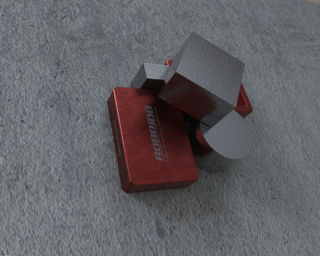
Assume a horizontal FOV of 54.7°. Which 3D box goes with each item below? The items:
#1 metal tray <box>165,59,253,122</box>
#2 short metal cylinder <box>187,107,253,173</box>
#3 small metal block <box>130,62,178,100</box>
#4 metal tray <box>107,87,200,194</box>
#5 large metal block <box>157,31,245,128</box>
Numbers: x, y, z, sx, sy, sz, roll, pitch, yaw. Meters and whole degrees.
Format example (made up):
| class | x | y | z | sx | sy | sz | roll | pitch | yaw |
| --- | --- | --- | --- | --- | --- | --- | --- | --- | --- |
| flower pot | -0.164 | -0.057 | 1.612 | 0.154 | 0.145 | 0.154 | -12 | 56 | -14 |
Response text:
| class | x | y | z | sx | sy | sz | roll | pitch | yaw |
| --- | --- | --- | --- | --- | --- | --- | --- | --- | --- |
| metal tray | 0.071 | -0.056 | 0.474 | 0.131 | 0.030 | 0.090 | -2 | 63 | -29 |
| short metal cylinder | 0.077 | 0.015 | 0.421 | 0.081 | 0.050 | 0.080 | 13 | 57 | -20 |
| small metal block | -0.007 | -0.061 | 0.423 | 0.050 | 0.050 | 0.025 | 1 | 62 | -28 |
| metal tray | -0.011 | 0.012 | 0.390 | 0.091 | 0.030 | 0.130 | 1 | 62 | -28 |
| large metal block | 0.053 | -0.061 | 0.389 | 0.080 | 0.050 | 0.080 | 29 | 52 | -10 |
